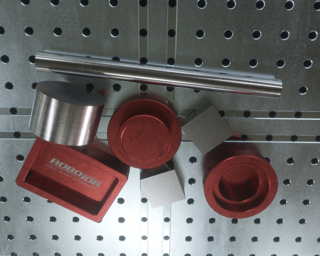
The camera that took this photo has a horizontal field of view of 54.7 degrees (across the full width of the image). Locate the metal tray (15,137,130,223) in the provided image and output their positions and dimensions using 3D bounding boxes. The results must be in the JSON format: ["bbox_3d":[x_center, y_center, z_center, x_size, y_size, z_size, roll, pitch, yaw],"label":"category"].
[{"bbox_3d":[-0.120,0.066,0.434,0.131,0.030,0.090,29,108,-10],"label":"metal tray"}]

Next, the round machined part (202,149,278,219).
[{"bbox_3d":[0.108,0.073,0.432,0.099,0.042,0.097,0,110,0],"label":"round machined part"}]

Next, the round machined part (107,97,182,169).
[{"bbox_3d":[-0.021,0.010,0.407,0.099,0.042,0.097,0,107,0],"label":"round machined part"}]

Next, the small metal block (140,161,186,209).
[{"bbox_3d":[0.004,0.082,0.444,0.050,0.025,0.050,-18,109,6],"label":"small metal block"}]

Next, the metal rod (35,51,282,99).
[{"bbox_3d":[0.001,-0.066,0.388,0.302,0.025,0.025,6,110,-3],"label":"metal rod"}]

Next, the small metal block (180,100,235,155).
[{"bbox_3d":[0.062,-0.001,0.414,0.050,0.025,0.050,-36,106,12],"label":"small metal block"}]

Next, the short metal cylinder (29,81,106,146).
[{"bbox_3d":[-0.112,-0.020,0.376,0.080,0.080,0.050,17,109,-6],"label":"short metal cylinder"}]
